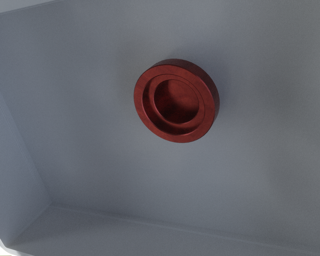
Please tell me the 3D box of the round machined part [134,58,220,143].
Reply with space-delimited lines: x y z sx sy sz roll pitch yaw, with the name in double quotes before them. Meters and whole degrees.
"round machined part" 0.022 -0.035 0.364 0.098 0.042 0.097 13 124 20
